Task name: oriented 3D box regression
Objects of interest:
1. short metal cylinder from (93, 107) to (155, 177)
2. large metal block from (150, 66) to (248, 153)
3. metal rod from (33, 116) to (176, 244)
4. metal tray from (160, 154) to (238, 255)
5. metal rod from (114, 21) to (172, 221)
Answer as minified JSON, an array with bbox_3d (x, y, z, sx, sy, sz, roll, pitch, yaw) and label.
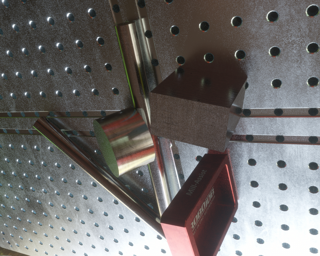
[{"bbox_3d":[-0.048,0.018,0.407,0.080,0.050,0.080,50,153,38],"label":"short metal cylinder"},{"bbox_3d":[0.043,-0.025,0.338,0.080,0.080,0.050,14,124,20],"label":"large metal block"},{"bbox_3d":[-0.085,0.087,0.510,0.300,0.025,0.025,41,129,0],"label":"metal rod"},{"bbox_3d":[0.055,0.102,0.376,0.030,0.131,0.089,0,118,34],"label":"metal tray"},{"bbox_3d":[-0.014,0.010,0.424,0.025,0.025,0.298,3,120,27],"label":"metal rod"}]
